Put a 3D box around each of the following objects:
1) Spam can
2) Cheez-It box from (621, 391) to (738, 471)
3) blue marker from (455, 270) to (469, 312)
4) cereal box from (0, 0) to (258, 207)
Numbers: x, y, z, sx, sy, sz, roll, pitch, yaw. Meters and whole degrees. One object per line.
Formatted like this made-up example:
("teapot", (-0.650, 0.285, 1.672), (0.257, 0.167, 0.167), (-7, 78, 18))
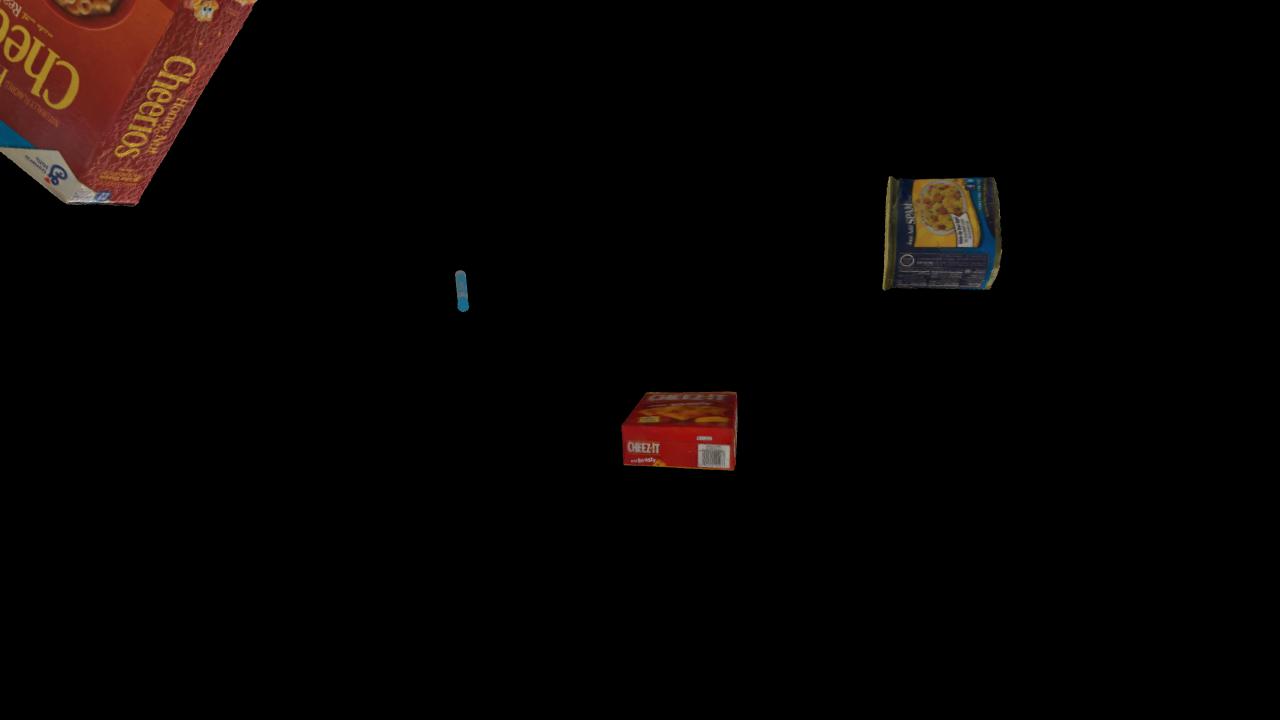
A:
("Spam can", (0.256, -0.109, 0.529), (0.085, 0.101, 0.058), (3, -29, 19))
("Cheez-It box", (0.072, 0.106, 0.986), (0.166, 0.071, 0.223), (0, 10, 10))
("blue marker", (-0.307, -0.119, 1.060), (0.020, 0.020, 0.121), (0, 35, -19))
("cereal box", (-0.445, -0.305, 0.492), (0.203, 0.306, 0.081), (41, 12, -4))
